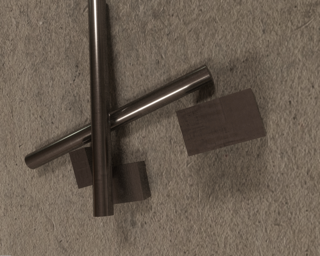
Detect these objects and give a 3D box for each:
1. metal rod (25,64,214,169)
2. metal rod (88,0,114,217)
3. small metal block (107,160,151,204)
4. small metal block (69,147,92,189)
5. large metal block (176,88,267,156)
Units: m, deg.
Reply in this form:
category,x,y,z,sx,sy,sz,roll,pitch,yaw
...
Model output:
category,x,y,z,sx,sy,sz,roll,pitch,yaw
metal rod,-0.068,-0.008,0.431,0.300,0.025,0.025,-25,82,17
metal rod,-0.080,-0.037,0.412,0.025,0.025,0.298,-8,79,19
small metal block,-0.044,0.074,0.424,0.050,0.025,0.050,-12,86,19
small metal block,-0.094,0.052,0.428,0.025,0.050,0.050,-18,84,19
large metal block,0.073,-0.005,0.354,0.080,0.080,0.050,-17,85,19
